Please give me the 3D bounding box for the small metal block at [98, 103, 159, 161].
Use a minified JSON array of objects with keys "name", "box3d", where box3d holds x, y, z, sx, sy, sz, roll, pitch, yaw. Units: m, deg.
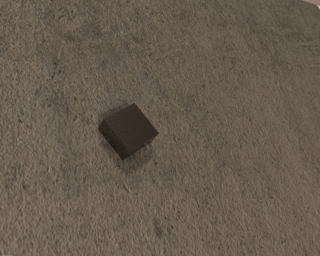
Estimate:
[{"name":"small metal block","box3d":[-0.039,0.004,0.382,0.050,0.025,0.050,-33,80,-38]}]
